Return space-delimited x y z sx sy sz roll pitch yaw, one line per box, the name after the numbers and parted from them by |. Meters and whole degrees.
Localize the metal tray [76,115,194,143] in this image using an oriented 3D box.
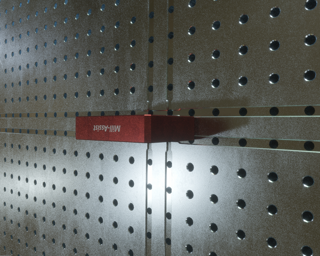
-0.033 0.000 0.395 0.130 0.091 0.030 1 91 40 | metal tray
